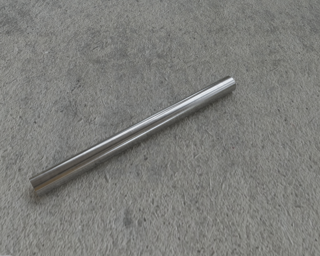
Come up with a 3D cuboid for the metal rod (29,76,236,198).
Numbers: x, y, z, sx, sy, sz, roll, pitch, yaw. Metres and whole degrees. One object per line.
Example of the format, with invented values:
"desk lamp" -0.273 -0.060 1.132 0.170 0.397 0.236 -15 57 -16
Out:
"metal rod" -0.018 0.001 0.405 0.302 0.025 0.025 -29 56 -22
